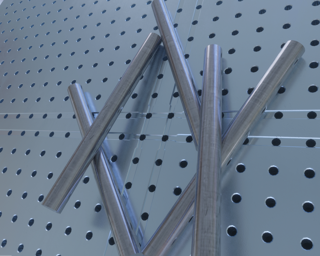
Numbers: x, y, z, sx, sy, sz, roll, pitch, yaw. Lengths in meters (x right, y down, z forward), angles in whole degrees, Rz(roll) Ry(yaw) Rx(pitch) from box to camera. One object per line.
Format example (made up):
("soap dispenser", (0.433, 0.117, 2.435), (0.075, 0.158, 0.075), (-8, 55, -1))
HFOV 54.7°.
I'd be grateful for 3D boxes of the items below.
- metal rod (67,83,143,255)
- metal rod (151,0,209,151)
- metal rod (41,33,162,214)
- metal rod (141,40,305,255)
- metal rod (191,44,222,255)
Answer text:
("metal rod", (-0.086, 0.038, 0.428), (0.025, 0.025, 0.300), (-33, 52, 6))
("metal rod", (0.026, -0.096, 0.452), (0.025, 0.025, 0.299), (-23, 53, 14))
("metal rod", (-0.069, -0.024, 0.433), (0.025, 0.025, 0.300), (9, 59, 32))
("metal rod", (0.078, 0.019, 0.354), (0.025, 0.025, 0.300), (29, 77, 37))
("metal rod", (0.055, 0.009, 0.342), (0.025, 0.025, 0.300), (-10, 48, 23))
